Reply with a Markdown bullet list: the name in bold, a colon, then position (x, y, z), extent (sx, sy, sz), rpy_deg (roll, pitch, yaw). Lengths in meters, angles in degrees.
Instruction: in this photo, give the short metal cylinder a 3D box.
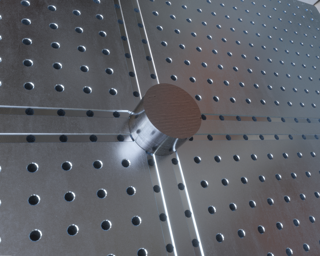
- **short metal cylinder**: position (0.006, -0.011, 0.403), extent (0.081, 0.050, 0.080), rpy_deg (14, 56, -21)
